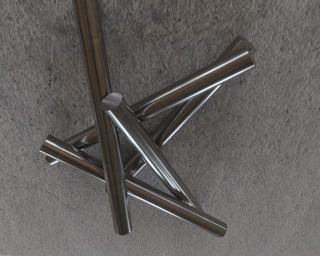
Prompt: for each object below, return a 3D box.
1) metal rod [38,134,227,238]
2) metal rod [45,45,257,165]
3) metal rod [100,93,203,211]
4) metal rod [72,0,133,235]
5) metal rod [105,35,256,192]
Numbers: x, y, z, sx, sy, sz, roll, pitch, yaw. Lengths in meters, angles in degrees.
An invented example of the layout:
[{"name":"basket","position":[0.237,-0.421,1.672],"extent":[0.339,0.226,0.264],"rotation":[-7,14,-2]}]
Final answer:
[{"name":"metal rod","position":[-0.023,0.090,0.437],"extent":[0.301,0.025,0.025],"rotation":[31,124,-21]},{"name":"metal rod","position":[-0.031,-0.016,0.375],"extent":[0.300,0.025,0.025],"rotation":[-25,126,26]},{"name":"metal rod","position":[0.007,0.060,0.427],"extent":[0.025,0.025,0.300],"rotation":[-18,138,14]},{"name":"metal rod","position":[-0.061,0.004,0.362],"extent":[0.025,0.025,0.298],"rotation":[-4,116,3]},{"name":"metal rod","position":[0.009,0.003,0.409],"extent":[0.025,0.025,0.298],"rotation":[27,125,-22]}]
